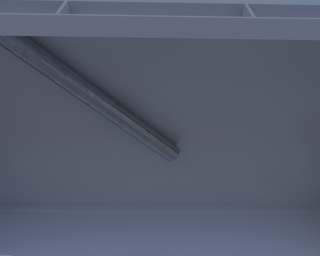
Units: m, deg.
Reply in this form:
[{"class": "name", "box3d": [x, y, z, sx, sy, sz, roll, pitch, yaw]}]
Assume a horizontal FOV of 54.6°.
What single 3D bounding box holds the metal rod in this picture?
[{"class": "metal rod", "box3d": [-0.088, -0.043, 0.371, 0.301, 0.025, 0.025, 37, 121, -27]}]
